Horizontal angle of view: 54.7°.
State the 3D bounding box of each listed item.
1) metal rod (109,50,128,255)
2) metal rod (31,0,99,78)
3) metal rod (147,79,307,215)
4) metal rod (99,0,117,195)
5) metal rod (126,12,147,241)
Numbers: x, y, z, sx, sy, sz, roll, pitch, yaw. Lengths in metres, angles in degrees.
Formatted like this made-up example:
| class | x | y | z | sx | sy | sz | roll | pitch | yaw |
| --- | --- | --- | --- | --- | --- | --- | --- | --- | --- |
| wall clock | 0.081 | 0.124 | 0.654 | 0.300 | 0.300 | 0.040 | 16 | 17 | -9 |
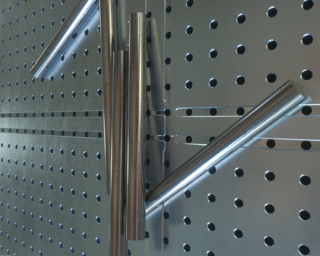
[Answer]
| class | x | y | z | sx | sy | sz | roll | pitch | yaw |
| --- | --- | --- | --- | --- | --- | --- | --- | --- | --- |
| metal rod | -0.056 | 0.038 | 0.431 | 0.025 | 0.025 | 0.298 | -7 | 79 | 39 |
| metal rod | -0.141 | -0.185 | 0.522 | 0.299 | 0.025 | 0.025 | -39 | 67 | 33 |
| metal rod | 0.040 | 0.050 | 0.375 | 0.299 | 0.025 | 0.025 | -43 | 64 | 31 |
| metal rod | -0.074 | -0.051 | 0.468 | 0.025 | 0.025 | 0.298 | -4 | 87 | 39 |
| metal rod | -0.031 | -0.008 | 0.413 | 0.025 | 0.025 | 0.298 | -6 | 80 | 39 |
